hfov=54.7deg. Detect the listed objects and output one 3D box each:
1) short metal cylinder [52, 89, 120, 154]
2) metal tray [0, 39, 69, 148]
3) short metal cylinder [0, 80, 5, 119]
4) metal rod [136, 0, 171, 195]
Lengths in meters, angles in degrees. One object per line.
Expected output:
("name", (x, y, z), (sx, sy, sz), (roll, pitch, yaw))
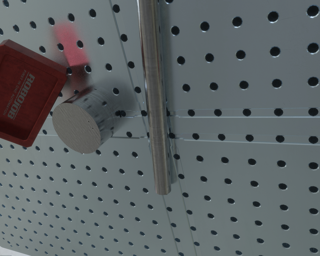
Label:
("short metal cylinder", (-0.105, -0.010, 0.444), (0.080, 0.050, 0.079), (13, 124, 21))
("metal tray", (-0.197, -0.044, 0.432), (0.090, 0.030, 0.129), (26, 110, -24))
("short metal cylinder", (-0.255, -0.049, 0.480), (0.080, 0.080, 0.050), (10, 123, 23))
("metal rod", (-0.005, -0.036, 0.391), (0.025, 0.025, 0.298), (10, 123, 23))
